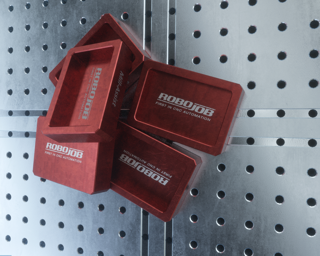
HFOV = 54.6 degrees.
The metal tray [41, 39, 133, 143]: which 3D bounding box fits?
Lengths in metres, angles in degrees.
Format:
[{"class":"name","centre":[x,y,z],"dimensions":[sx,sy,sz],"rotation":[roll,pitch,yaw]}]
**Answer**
[{"class":"metal tray","centre":[-0.091,-0.047,0.397],"dimensions":[0.090,0.030,0.130],"rotation":[-2,65,27]}]

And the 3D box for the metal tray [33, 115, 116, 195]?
[{"class":"metal tray","centre":[-0.124,0.033,0.436],"dimensions":[0.130,0.030,0.090],"rotation":[8,94,34]}]

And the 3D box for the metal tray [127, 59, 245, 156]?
[{"class":"metal tray","centre":[0.031,-0.028,0.398],"dimensions":[0.130,0.030,0.090],"rotation":[19,97,18]}]

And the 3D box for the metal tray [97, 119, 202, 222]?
[{"class":"metal tray","centre":[-0.022,0.053,0.417],"dimensions":[0.130,0.030,0.090],"rotation":[27,99,18]}]

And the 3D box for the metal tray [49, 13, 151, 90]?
[{"class":"metal tray","centre":[-0.086,-0.083,0.440],"dimensions":[0.130,0.030,0.090],"rotation":[-41,76,15]}]
